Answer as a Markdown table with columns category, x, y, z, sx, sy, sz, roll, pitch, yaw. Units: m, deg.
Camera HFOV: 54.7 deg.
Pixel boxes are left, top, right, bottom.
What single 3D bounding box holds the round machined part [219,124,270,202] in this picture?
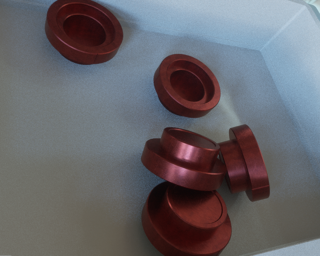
| category | x | y | z | sx | sy | sz | roll | pitch | yaw |
| --- | --- | --- | --- | --- | --- | --- | --- | --- | --- |
| round machined part | 0.103 | 0.047 | 0.400 | 0.042 | 0.098 | 0.098 | -15 | 65 | 5 |

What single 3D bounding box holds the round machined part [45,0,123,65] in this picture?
| category | x | y | z | sx | sy | sz | roll | pitch | yaw |
| --- | --- | --- | --- | --- | --- | --- | --- | --- | --- |
| round machined part | -0.103 | -0.124 | 0.416 | 0.099 | 0.042 | 0.098 | 14 | 56 | -21 |

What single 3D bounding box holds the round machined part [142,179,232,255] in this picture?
| category | x | y | z | sx | sy | sz | roll | pitch | yaw |
| --- | --- | --- | --- | --- | --- | --- | --- | --- | --- |
| round machined part | 0.033 | 0.092 | 0.336 | 0.099 | 0.042 | 0.098 | 15 | 34 | -10 |

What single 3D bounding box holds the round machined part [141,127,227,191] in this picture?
| category | x | y | z | sx | sy | sz | roll | pitch | yaw |
| --- | --- | --- | --- | --- | --- | --- | --- | --- | --- |
| round machined part | 0.031 | 0.030 | 0.360 | 0.099 | 0.042 | 0.098 | 17 | 13 | -4 |

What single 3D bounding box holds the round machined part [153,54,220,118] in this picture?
| category | x | y | z | sx | sy | sz | roll | pitch | yaw |
| --- | --- | --- | --- | --- | --- | --- | --- | --- | --- |
| round machined part | 0.035 | -0.056 | 0.450 | 0.099 | 0.042 | 0.098 | 14 | 56 | -21 |
